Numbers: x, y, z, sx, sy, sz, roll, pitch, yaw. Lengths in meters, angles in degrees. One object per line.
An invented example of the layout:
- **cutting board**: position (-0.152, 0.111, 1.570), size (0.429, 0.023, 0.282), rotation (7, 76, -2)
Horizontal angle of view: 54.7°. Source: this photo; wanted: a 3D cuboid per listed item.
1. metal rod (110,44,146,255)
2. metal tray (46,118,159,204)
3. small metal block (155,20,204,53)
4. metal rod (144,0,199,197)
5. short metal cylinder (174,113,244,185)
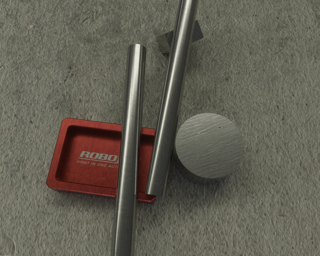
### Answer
- **metal rod**: position (-0.036, 0.035, 0.362), size (0.025, 0.025, 0.299), rotation (2, 70, 0)
- **metal tray**: position (-0.064, 0.041, 0.389), size (0.131, 0.030, 0.090), rotation (7, 70, 2)
- **small metal block**: position (0.026, -0.128, 0.439), size (0.050, 0.050, 0.025), rotation (-26, 106, -10)
- **metal rod**: position (0.020, -0.067, 0.383), size (0.025, 0.025, 0.299), rotation (10, 77, 3)
- **short metal cylinder**: position (0.058, 0.028, 0.386), size (0.081, 0.050, 0.080), rotation (0, 70, 0)
